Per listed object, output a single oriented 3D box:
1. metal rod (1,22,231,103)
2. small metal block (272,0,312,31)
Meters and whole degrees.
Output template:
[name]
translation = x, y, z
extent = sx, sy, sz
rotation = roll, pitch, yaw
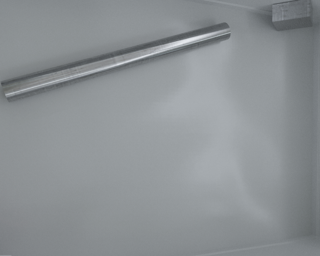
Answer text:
[metal rod]
translation = -0.040, -0.090, 0.396
extent = 0.302, 0.025, 0.025
rotation = -20, 97, -19
[small metal block]
translation = 0.198, -0.167, 0.461
extent = 0.050, 0.050, 0.025
rotation = 0, 91, -61
